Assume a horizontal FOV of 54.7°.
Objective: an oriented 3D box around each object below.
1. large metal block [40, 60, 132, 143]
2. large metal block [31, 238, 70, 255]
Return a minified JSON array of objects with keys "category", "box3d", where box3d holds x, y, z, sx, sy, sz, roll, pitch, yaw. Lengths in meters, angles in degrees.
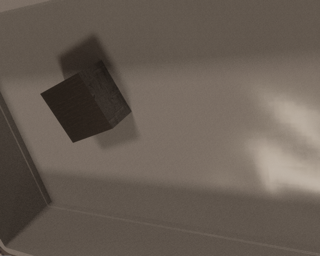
[{"category":"large metal block","box3d":[-0.100,-0.034,0.422,0.080,0.050,0.080,-18,109,35]},{"category":"large metal block","box3d":[-0.259,0.316,0.723,0.080,0.050,0.080,38,129,2]}]
